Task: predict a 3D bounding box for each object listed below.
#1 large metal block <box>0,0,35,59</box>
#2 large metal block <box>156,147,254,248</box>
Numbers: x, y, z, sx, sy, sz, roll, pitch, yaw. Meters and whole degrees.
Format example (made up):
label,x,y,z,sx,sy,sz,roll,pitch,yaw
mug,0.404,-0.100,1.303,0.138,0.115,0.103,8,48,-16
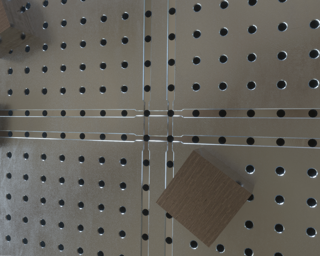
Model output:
label,x,y,z,sx,sy,sz,roll,pitch,yaw
large metal block,-0.258,-0.169,0.492,0.080,0.050,0.080,-24,82,18
large metal block,0.056,0.081,0.380,0.080,0.050,0.080,37,102,16
